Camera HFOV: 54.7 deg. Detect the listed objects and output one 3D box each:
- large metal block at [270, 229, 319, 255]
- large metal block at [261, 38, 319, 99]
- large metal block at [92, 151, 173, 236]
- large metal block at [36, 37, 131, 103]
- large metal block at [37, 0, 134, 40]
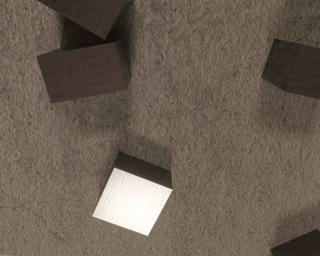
[{"bbox_3d":[0.225,0.210,0.461,0.080,0.080,0.050,-29,108,10],"label":"large metal block"},{"bbox_3d":[0.176,-0.067,0.358,0.081,0.080,0.050,12,110,-5],"label":"large metal block"},{"bbox_3d":[-0.037,0.090,0.429,0.080,0.050,0.079,23,108,-9],"label":"large metal block"},{"bbox_3d":[-0.080,-0.069,0.354,0.080,0.080,0.050,-10,110,3],"label":"large metal block"},{"bbox_3d":[-0.076,-0.140,0.328,0.080,0.080,0.050,29,107,-11],"label":"large metal block"}]
